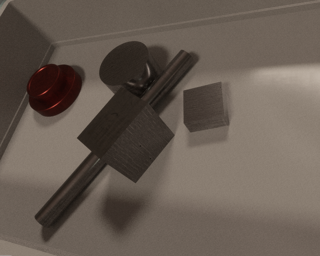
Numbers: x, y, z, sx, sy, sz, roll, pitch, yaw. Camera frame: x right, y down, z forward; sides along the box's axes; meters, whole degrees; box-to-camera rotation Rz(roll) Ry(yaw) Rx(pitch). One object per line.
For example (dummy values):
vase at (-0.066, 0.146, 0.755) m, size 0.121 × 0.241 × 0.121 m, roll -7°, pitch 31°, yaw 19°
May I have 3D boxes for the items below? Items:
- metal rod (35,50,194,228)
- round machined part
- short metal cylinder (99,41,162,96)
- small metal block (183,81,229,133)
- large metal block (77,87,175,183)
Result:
metal rod at (-0.058, 0.010, 0.426) m, size 0.300 × 0.025 × 0.025 m, roll -49°, pitch 52°, yaw -6°
round machined part at (-0.188, -0.072, 0.535) m, size 0.098 × 0.042 × 0.098 m, roll -13°, pitch 56°, yaw 20°
short metal cylinder at (-0.042, -0.081, 0.460) m, size 0.080 × 0.050 × 0.080 m, roll -13°, pitch 56°, yaw 21°
small metal block at (0.058, -0.026, 0.391) m, size 0.050 × 0.025 × 0.050 m, roll -11°, pitch 57°, yaw 21°
large metal block at (-0.039, 0.011, 0.383) m, size 0.050 × 0.080 × 0.080 m, roll 33°, pitch 80°, yaw 37°
